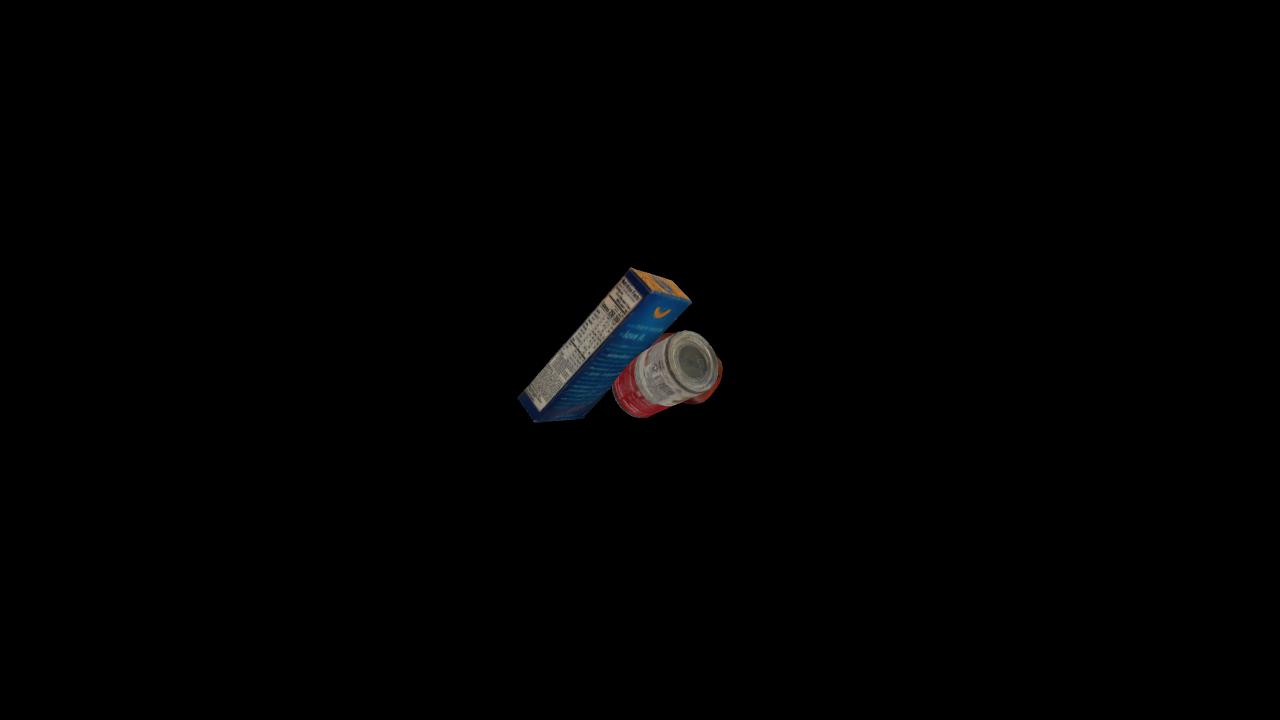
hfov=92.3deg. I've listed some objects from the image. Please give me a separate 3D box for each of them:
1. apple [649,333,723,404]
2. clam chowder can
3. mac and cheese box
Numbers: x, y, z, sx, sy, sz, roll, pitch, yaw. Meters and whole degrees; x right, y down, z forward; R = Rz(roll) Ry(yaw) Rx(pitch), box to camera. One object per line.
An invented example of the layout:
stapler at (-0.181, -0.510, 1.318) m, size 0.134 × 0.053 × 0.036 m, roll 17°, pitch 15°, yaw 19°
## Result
apple at (0.046, 0.008, 0.673) m, size 0.093 × 0.079 × 0.079 m, roll 21°, pitch 12°, yaw 33°
clam chowder can at (0.025, 0.016, 0.644) m, size 0.068 × 0.068 × 0.102 m, roll 0°, pitch -18°, yaw -35°
mac and cheese box at (-0.036, -0.010, 0.631) m, size 0.184 × 0.041 × 0.093 m, roll -47°, pitch -23°, yaw 19°
